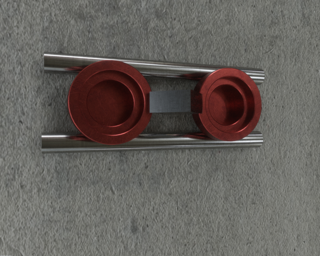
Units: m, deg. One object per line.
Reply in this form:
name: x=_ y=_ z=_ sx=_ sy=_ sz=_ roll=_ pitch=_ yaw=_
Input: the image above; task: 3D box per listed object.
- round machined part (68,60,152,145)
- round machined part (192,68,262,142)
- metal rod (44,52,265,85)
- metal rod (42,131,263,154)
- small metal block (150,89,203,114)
round machined part: x=-0.061 y=-0.029 z=0.374 sx=0.099 sy=0.042 sz=0.097 roll=0 pitch=90 yaw=-20
round machined part: x=0.087 y=-0.031 z=0.428 sx=0.099 sy=0.042 sz=0.097 roll=0 pitch=90 yaw=-20
metal rod: x=0.007 y=-0.076 z=0.412 sx=0.302 sy=0.025 sz=0.025 roll=0 pitch=90 yaw=-20
metal rod: x=0.005 y=0.017 z=0.412 sx=0.302 sy=0.025 sz=0.025 roll=0 pitch=90 yaw=-20
small metal block: x=0.021 y=-0.030 z=0.377 sx=0.050 sy=0.050 sz=0.025 roll=0 pitch=90 yaw=23
